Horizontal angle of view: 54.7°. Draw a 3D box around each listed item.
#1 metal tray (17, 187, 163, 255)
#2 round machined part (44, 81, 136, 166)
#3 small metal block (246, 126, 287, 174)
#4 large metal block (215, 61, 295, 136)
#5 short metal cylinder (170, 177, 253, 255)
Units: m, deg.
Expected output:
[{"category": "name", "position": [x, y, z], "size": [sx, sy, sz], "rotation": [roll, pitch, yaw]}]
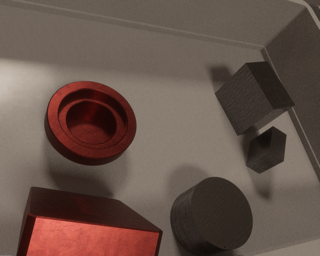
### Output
[{"category": "metal tray", "position": [-0.064, 0.079, 0.257], "size": [0.091, 0.130, 0.030], "rotation": [14, 82, -21]}, {"category": "round machined part", "position": [-0.080, -0.002, 0.354], "size": [0.099, 0.042, 0.098], "rotation": [14, 56, -21]}, {"category": "small metal block", "position": [0.157, 0.033, 0.456], "size": [0.025, 0.050, 0.050], "rotation": [31, 52, -9]}, {"category": "large metal block", "position": [0.143, -0.045, 0.477], "size": [0.050, 0.080, 0.080], "rotation": [-12, 68, -33]}, {"category": "short metal cylinder", "position": [0.059, 0.103, 0.360], "size": [0.081, 0.050, 0.080], "rotation": [14, 56, -21]}]
